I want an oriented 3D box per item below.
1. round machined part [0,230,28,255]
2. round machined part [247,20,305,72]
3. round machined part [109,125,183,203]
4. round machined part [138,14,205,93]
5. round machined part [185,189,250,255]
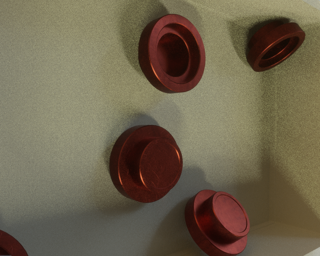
[{"bbox_3d":[-0.158,0.132,0.248,0.099,0.042,0.098,19,55,-30],"label":"round machined part"},{"bbox_3d":[0.192,-0.144,0.531,0.099,0.097,0.042,-9,63,-40],"label":"round machined part"},{"bbox_3d":[-0.010,0.045,0.387,0.099,0.042,0.097,0,90,-40],"label":"round machined part"},{"bbox_3d":[0.011,-0.094,0.404,0.099,0.042,0.097,0,90,-40],"label":"round machined part"},{"bbox_3d":[0.086,0.129,0.435,0.098,0.042,0.098,27,37,-21],"label":"round machined part"}]
